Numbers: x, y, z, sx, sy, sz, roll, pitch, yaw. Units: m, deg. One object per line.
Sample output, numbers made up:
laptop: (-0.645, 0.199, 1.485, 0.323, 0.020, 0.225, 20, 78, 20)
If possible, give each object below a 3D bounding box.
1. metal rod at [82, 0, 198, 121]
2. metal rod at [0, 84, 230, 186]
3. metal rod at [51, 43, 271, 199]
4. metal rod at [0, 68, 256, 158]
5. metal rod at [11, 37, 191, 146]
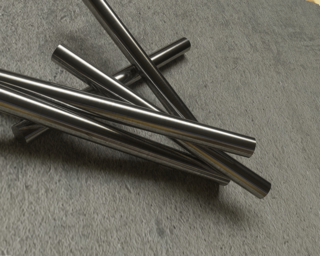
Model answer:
metal rod: (-0.016, -0.076, 0.410, 0.300, 0.025, 0.025, 52, 51, -3)
metal rod: (-0.042, 0.015, 0.351, 0.302, 0.025, 0.025, 21, 54, -24)
metal rod: (0.006, -0.005, 0.374, 0.301, 0.025, 0.025, 34, 51, -5)
metal rod: (-0.040, -0.016, 0.342, 0.302, 0.025, 0.025, 15, 55, -7)
metal rod: (-0.053, -0.064, 0.414, 0.025, 0.025, 0.302, 48, 51, 5)
